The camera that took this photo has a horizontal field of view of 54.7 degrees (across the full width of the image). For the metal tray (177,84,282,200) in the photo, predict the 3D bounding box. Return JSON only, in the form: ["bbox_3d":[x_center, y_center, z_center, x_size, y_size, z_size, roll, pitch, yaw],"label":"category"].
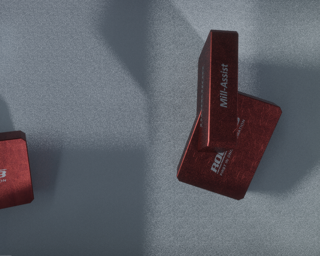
[{"bbox_3d":[0.084,0.018,0.393,0.090,0.030,0.129,18,106,-1],"label":"metal tray"}]

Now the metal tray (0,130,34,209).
[{"bbox_3d":[-0.226,0.057,0.368,0.131,0.030,0.089,-8,110,-24],"label":"metal tray"}]

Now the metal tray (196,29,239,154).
[{"bbox_3d":[0.066,-0.037,0.369,0.030,0.090,0.129,3,80,-1],"label":"metal tray"}]
